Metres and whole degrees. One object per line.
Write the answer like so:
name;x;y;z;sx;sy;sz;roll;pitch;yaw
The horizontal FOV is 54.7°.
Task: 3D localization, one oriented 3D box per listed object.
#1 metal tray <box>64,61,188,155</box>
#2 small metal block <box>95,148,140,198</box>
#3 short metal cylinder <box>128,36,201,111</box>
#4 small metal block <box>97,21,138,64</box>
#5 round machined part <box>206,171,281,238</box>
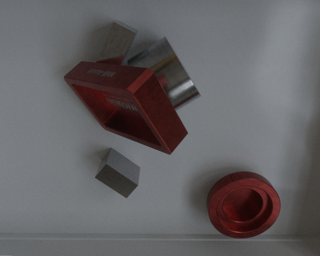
metal tray;-0.040;-0.025;0.338;0.030;0.130;0.090;-49;130;-21
small metal block;-0.056;0.060;0.419;0.050;0.050;0.025;37;106;-13
short metal cylinder;0.006;-0.058;0.361;0.050;0.080;0.080;-31;108;10
small metal block;-0.049;-0.096;0.362;0.025;0.050;0.050;26;108;-9
round machined part;0.116;0.105;0.443;0.099;0.042;0.097;0;110;-1
